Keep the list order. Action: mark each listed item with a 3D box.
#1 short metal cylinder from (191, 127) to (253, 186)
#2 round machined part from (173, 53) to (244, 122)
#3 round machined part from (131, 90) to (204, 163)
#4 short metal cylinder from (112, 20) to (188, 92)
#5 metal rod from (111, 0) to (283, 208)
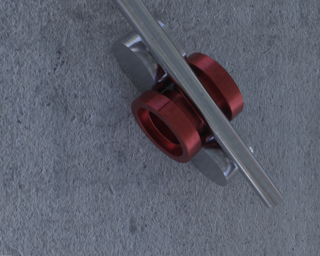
[{"bbox_3d":[0.075,0.030,0.410,0.050,0.080,0.080,-41,103,-16],"label":"short metal cylinder"},{"bbox_3d":[0.055,-0.043,0.393,0.042,0.098,0.098,-40,103,-11],"label":"round machined part"},{"bbox_3d":[0.014,-0.007,0.376,0.042,0.098,0.098,-42,104,-19],"label":"round machined part"},{"bbox_3d":[-0.012,-0.084,0.377,0.050,0.080,0.080,-41,103,-16],"label":"short metal cylinder"},{"bbox_3d":[0.049,-0.026,0.345,0.025,0.025,0.300,-42,104,-15],"label":"metal rod"}]
